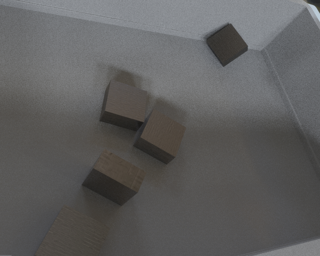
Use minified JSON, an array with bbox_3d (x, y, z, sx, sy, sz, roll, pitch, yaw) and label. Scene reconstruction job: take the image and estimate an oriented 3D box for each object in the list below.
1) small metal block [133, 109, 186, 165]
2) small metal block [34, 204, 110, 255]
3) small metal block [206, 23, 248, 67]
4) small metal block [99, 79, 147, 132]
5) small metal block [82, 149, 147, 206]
[{"bbox_3d":[0.000,0.011,0.401,0.050,0.025,0.050,30,52,-9],"label":"small metal block"},{"bbox_3d":[-0.084,0.109,0.295,0.050,0.025,0.050,31,52,-9],"label":"small metal block"},{"bbox_3d":[0.117,-0.144,0.541,0.050,0.050,0.025,58,9,12],"label":"small metal block"},{"bbox_3d":[-0.046,-0.029,0.399,0.050,0.025,0.050,17,55,-19],"label":"small metal block"},{"bbox_3d":[-0.050,0.054,0.331,0.050,0.050,0.025,31,52,-9],"label":"small metal block"}]
